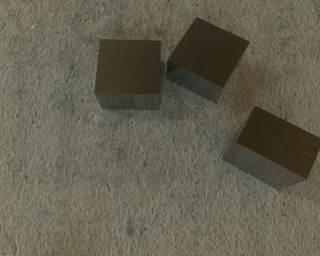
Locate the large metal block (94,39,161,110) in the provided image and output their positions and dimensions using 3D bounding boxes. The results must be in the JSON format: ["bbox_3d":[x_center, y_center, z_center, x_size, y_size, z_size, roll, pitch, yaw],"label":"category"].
[{"bbox_3d":[-0.040,-0.071,0.420,0.080,0.050,0.080,2,70,0],"label":"large metal block"}]

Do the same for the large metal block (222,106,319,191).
[{"bbox_3d":[0.129,0.027,0.370,0.080,0.080,0.050,29,73,10],"label":"large metal block"}]

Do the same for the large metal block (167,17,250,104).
[{"bbox_3d":[0.065,-0.093,0.429,0.080,0.050,0.080,29,73,10],"label":"large metal block"}]
